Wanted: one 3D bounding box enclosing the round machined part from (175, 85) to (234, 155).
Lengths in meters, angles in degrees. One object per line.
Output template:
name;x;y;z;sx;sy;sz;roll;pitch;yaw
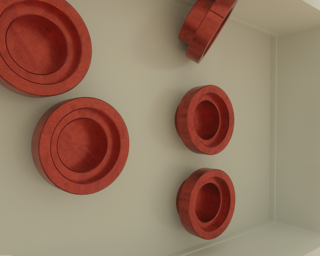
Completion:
round machined part;0.060;-0.011;0.446;0.099;0.042;0.097;0;90;-40

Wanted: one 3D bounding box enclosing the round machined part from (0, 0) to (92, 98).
round machined part;-0.119;-0.077;0.295;0.099;0.042;0.097;0;90;-40

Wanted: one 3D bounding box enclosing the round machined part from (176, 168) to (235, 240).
round machined part;0.062;0.106;0.447;0.099;0.042;0.097;0;90;-40

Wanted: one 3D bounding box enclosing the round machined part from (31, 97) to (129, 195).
round machined part;-0.085;0.018;0.325;0.099;0.042;0.097;0;90;-40

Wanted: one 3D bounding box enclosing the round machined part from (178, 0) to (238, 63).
round machined part;0.060;-0.141;0.421;0.042;0.098;0.098;33;65;3
